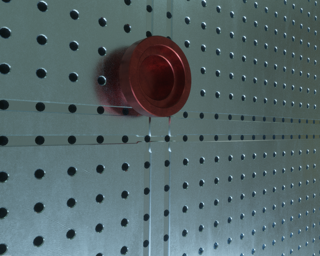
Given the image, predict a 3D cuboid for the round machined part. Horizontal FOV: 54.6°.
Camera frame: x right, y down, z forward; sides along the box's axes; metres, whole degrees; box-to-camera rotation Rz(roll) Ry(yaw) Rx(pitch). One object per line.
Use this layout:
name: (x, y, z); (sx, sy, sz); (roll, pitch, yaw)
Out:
round machined part: (-0.010, -0.062, 0.389); (0.099, 0.042, 0.097); (0, 90, -40)
